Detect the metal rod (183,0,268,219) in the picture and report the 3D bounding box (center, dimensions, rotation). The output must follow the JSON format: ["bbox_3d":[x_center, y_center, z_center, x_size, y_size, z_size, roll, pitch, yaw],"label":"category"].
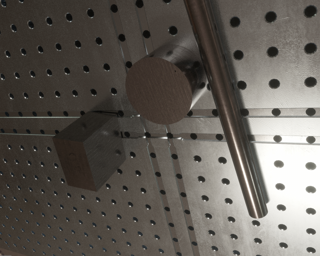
[{"bbox_3d":[0.080,-0.018,0.357,0.025,0.025,0.298,-8,115,31],"label":"metal rod"}]

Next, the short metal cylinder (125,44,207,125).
[{"bbox_3d":[0.008,-0.051,0.359,0.080,0.050,0.079,13,124,20],"label":"short metal cylinder"}]

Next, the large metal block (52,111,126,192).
[{"bbox_3d":[-0.097,0.031,0.444,0.050,0.080,0.079,6,121,25],"label":"large metal block"}]
